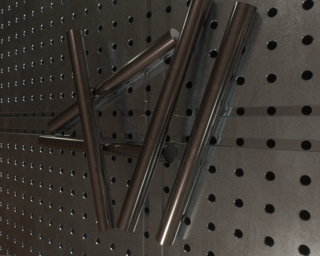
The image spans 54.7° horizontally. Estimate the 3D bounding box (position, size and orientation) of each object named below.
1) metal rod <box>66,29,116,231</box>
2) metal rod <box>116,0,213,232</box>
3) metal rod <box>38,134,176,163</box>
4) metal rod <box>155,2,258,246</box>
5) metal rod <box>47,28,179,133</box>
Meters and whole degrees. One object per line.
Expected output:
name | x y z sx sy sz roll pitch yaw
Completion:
metal rod | -0.103 -0.003 0.457 0.025 0.025 0.298 -19 78 38
metal rod | 0.004 -0.015 0.379 0.025 0.025 0.298 22 96 37
metal rod | -0.103 0.028 0.491 0.300 0.025 0.025 2 92 39
metal rod | 0.049 0.007 0.367 0.025 0.025 0.298 28 107 36
metal rod | -0.086 -0.058 0.477 0.299 0.025 0.025 -27 73 36
